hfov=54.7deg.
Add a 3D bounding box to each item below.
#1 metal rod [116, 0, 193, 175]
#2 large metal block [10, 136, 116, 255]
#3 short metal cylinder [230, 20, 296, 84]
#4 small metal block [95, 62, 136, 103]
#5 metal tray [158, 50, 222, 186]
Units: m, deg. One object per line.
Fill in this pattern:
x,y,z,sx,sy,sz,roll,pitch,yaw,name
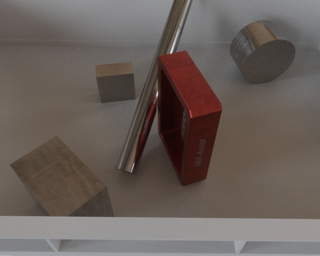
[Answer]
0.004,-0.087,0.402,0.025,0.025,0.299,15,75,11,metal rod
-0.094,0.068,0.311,0.050,0.080,0.080,-37,59,-27,large metal block
0.153,-0.113,0.467,0.081,0.080,0.050,-10,51,-8,short metal cylinder
-0.063,-0.064,0.442,0.050,0.050,0.025,-7,51,-6,small metal block
0.026,-0.007,0.343,0.030,0.129,0.090,-15,52,-12,metal tray
